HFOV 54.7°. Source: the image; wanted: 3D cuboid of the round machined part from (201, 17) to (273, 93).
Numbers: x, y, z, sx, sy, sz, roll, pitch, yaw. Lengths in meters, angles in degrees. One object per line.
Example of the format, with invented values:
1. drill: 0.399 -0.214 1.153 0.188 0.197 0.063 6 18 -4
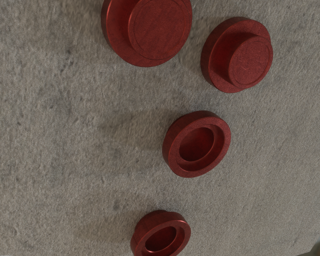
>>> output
1. round machined part: 0.106 -0.089 0.400 0.099 0.042 0.097 -14 125 -21

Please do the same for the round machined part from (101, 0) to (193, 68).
1. round machined part: -0.008 -0.110 0.325 0.099 0.042 0.097 -14 125 -21

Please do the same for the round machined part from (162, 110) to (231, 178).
1. round machined part: 0.047 0.019 0.435 0.099 0.042 0.097 -14 125 -21

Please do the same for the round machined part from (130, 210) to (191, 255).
1. round machined part: -0.003 0.173 0.503 0.099 0.042 0.097 -14 125 -21
